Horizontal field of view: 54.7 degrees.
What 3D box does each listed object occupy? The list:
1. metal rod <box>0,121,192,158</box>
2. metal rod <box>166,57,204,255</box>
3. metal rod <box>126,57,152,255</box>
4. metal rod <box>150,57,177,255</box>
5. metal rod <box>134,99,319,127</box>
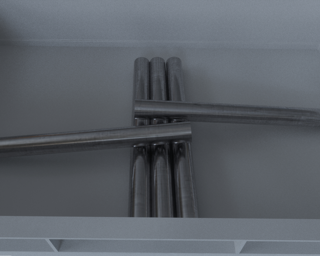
[{"bbox_3d":[-0.114,0.017,0.367,0.302,0.025,0.025,-5,50,3],"label":"metal rod"},{"bbox_3d":[0.026,0.012,0.394,0.025,0.025,0.300,-1,50,-1],"label":"metal rod"},{"bbox_3d":[-0.024,0.013,0.392,0.025,0.025,0.300,-1,50,-1],"label":"metal rod"},{"bbox_3d":[0.000,0.012,0.393,0.025,0.025,0.300,-1,50,-1],"label":"metal rod"},{"bbox_3d":[0.119,-0.017,0.397,0.302,0.025,0.025,2,50,-7],"label":"metal rod"}]
